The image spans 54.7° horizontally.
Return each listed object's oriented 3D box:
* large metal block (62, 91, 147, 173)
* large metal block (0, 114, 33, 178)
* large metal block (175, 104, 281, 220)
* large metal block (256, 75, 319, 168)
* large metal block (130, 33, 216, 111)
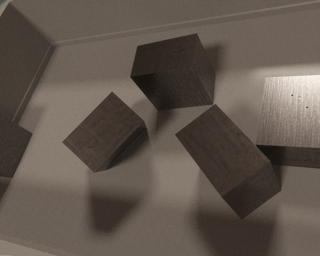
[{"bbox_3d":[-0.064,0.008,0.388,0.050,0.080,0.080,43,85,4],"label":"large metal block"},{"bbox_3d":[-0.264,0.026,0.490,0.050,0.080,0.080,1,62,28],"label":"large metal block"},{"bbox_3d":[0.069,0.035,0.312,0.050,0.080,0.080,-38,51,3],"label":"large metal block"},{"bbox_3d":[0.148,-0.006,0.315,0.080,0.050,0.080,2,63,28],"label":"large metal block"},{"bbox_3d":[0.020,-0.068,0.400,0.080,0.080,0.050,-5,60,25],"label":"large metal block"}]
